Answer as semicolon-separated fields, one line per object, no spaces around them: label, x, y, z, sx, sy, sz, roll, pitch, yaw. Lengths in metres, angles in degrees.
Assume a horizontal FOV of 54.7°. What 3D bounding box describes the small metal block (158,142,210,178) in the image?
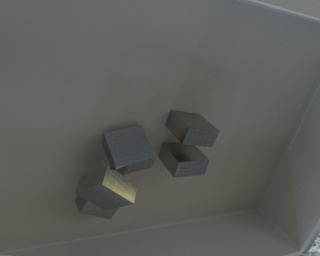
small metal block;0.033;0.043;0.439;0.050;0.050;0.025;0;118;-29

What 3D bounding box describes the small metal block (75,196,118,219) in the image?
small metal block;-0.079;0.094;0.425;0.050;0.025;0.050;26;104;-38

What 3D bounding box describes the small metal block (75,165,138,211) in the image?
small metal block;-0.064;0.074;0.373;0.050;0.025;0.050;-24;130;35

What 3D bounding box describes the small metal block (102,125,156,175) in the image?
small metal block;-0.039;0.028;0.386;0.050;0.050;0.025;-12;147;-22

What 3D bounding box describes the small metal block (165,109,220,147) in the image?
small metal block;0.043;0.000;0.418;0.050;0.050;0.025;8;115;-32
